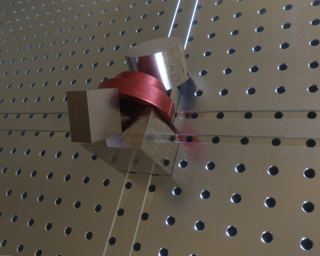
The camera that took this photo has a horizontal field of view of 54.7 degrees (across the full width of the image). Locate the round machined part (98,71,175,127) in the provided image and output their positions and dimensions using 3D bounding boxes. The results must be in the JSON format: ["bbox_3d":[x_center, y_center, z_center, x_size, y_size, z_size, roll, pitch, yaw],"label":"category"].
[{"bbox_3d":[-0.029,-0.034,0.382,0.098,0.098,0.042,1,62,28],"label":"round machined part"}]

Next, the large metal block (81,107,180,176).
[{"bbox_3d":[-0.033,0.017,0.377,0.080,0.080,0.050,1,62,28],"label":"large metal block"}]

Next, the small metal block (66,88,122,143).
[{"bbox_3d":[-0.066,-0.015,0.318,0.025,0.050,0.050,2,101,28],"label":"small metal block"}]

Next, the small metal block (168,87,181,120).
[{"bbox_3d":[-0.004,-0.034,0.429,0.050,0.025,0.050,1,62,28],"label":"small metal block"}]

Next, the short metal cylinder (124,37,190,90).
[{"bbox_3d":[-0.003,-0.088,0.425,0.080,0.050,0.080,-12,28,7],"label":"short metal cylinder"}]
